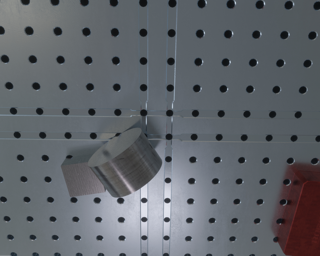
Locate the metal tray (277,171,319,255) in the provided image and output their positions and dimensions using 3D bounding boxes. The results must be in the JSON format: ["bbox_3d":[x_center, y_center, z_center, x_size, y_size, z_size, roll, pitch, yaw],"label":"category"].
[{"bbox_3d":[0.236,0.131,0.461,0.091,0.030,0.129,5,110,-2],"label":"metal tray"}]

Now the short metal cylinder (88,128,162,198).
[{"bbox_3d":[-0.044,0.043,0.399,0.080,0.080,0.050,-29,108,10],"label":"short metal cylinder"}]

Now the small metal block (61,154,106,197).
[{"bbox_3d":[-0.105,0.066,0.437,0.050,0.025,0.050,-9,110,3],"label":"small metal block"}]
